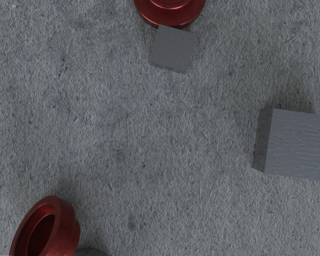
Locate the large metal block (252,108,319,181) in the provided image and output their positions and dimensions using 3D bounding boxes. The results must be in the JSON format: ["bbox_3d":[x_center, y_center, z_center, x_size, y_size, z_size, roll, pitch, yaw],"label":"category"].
[{"bbox_3d":[0.171,0.021,0.400,0.081,0.050,0.080,8,90,-1],"label":"large metal block"}]

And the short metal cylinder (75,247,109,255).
[{"bbox_3d":[-0.098,0.203,0.396,0.081,0.050,0.079,0,90,-1],"label":"short metal cylinder"}]

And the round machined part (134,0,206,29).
[{"bbox_3d":[0.013,-0.180,0.402,0.099,0.042,0.097,0,90,-1],"label":"round machined part"}]

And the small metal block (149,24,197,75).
[{"bbox_3d":[0.017,-0.103,0.410,0.050,0.025,0.050,16,90,-1],"label":"small metal block"}]

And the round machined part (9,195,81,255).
[{"bbox_3d":[-0.137,0.137,0.382,0.098,0.098,0.042,-51,126,0],"label":"round machined part"}]
